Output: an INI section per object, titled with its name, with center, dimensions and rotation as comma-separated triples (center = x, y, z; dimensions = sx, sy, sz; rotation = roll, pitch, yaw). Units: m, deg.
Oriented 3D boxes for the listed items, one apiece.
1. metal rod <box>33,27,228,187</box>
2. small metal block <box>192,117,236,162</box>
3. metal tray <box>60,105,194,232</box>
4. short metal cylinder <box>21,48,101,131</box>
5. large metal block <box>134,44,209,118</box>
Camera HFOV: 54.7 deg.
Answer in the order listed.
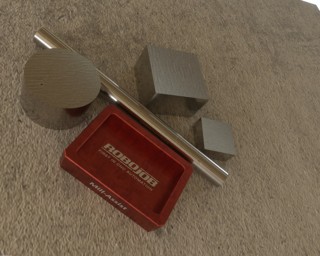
[metal rod]
center = -0.036, -0.025, 0.402
dimensions = 0.300, 0.025, 0.025
rotation = 39, 51, -3
[small metal block]
center = 0.076, 0.017, 0.438
dimensions = 0.050, 0.025, 0.050
rotation = 12, 57, -22
[metal tray]
center = -0.035, 0.044, 0.358
dimensions = 0.130, 0.030, 0.090
rotation = 38, 51, -3
[short metal cylinder]
center = -0.114, -0.044, 0.355
dimensions = 0.081, 0.050, 0.080
rotation = 14, 56, -21
[large metal block]
center = 0.014, -0.064, 0.437
dimensions = 0.081, 0.050, 0.080
rotation = 4, 60, -27
